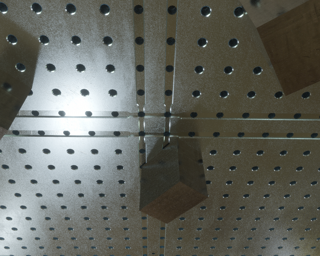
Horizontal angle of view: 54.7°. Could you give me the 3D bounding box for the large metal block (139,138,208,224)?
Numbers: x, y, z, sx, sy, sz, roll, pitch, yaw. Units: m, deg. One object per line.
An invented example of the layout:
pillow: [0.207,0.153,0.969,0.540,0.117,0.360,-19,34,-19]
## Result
large metal block: [0.017,0.075,0.440,0.050,0.080,0.080,33,122,-25]

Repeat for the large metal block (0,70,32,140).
large metal block: [-0.204,-0.014,0.361,0.050,0.080,0.080,35,122,-26]

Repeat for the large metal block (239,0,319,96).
large metal block: [0.121,-0.092,0.299,0.050,0.080,0.080,-25,126,19]
